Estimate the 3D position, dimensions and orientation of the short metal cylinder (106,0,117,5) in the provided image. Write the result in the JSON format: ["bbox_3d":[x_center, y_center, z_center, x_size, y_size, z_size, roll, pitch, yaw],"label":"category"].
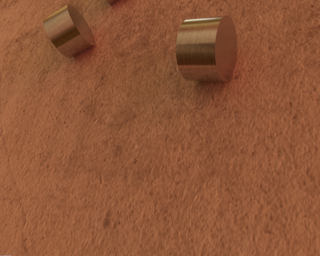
[{"bbox_3d":[-0.100,-0.286,0.594,0.050,0.080,0.080,-33,52,6],"label":"short metal cylinder"}]

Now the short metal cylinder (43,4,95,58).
[{"bbox_3d":[-0.162,-0.173,0.557,0.050,0.080,0.080,-26,53,12],"label":"short metal cylinder"}]

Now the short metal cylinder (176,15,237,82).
[{"bbox_3d":[0.062,-0.100,0.397,0.050,0.080,0.080,6,65,31],"label":"short metal cylinder"}]
